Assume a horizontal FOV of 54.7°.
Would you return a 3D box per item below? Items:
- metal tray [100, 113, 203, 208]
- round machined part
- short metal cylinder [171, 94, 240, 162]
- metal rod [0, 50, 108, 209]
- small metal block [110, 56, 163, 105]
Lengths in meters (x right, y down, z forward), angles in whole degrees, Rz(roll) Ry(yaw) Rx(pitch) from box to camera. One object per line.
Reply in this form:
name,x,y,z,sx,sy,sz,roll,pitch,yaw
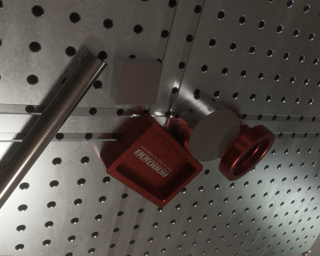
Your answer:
metal tray,-0.007,0.050,0.436,0.090,0.030,0.130,-44,130,2
round machined part,0.127,0.033,0.480,0.099,0.042,0.097,-30,146,-22
short metal cylinder,0.063,0.000,0.431,0.081,0.050,0.079,-14,124,-21
metal rod,-0.158,0.040,0.350,0.025,0.025,0.299,32,100,-39
small metal block,-0.028,-0.055,0.363,0.050,0.025,0.050,-3,120,-28
